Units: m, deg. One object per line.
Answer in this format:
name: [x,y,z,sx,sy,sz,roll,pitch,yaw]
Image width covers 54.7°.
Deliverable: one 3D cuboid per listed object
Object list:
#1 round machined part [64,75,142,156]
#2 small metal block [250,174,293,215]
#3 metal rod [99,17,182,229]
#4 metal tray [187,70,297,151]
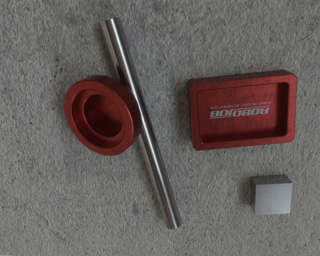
round machined part: [-0.065,-0.018,0.380,0.098,0.042,0.097,13,121,23]
small metal block: [0.159,0.096,0.447,0.050,0.025,0.050,-4,110,1]
metal rod: [-0.019,0.008,0.412,0.025,0.025,0.298,-15,110,5]
metal tray: [0.104,-0.022,0.399,0.131,0.030,0.089,-6,110,1]
